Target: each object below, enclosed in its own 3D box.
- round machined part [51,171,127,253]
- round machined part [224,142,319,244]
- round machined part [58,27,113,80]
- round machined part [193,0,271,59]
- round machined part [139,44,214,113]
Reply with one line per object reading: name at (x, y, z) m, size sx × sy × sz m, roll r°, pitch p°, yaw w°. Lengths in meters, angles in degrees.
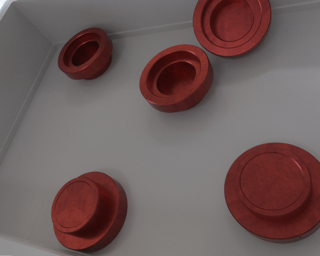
round machined part at (-0.094, 0.099, 0.383) m, size 0.098 × 0.042 × 0.098 m, roll -13°, pitch 56°, yaw 21°
round machined part at (0.111, 0.058, 0.301) m, size 0.098 × 0.042 × 0.098 m, roll -13°, pitch 56°, yaw 21°
round machined part at (-0.123, -0.122, 0.535) m, size 0.098 × 0.042 × 0.098 m, roll -13°, pitch 56°, yaw 21°
round machined part at (0.097, -0.142, 0.412) m, size 0.098 × 0.042 × 0.097 m, roll 2°, pitch 96°, yaw 21°
round machined part at (0.025, -0.062, 0.420) m, size 0.098 × 0.042 × 0.098 m, roll -13°, pitch 56°, yaw 21°
